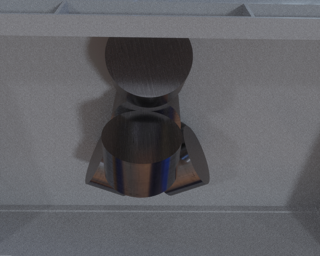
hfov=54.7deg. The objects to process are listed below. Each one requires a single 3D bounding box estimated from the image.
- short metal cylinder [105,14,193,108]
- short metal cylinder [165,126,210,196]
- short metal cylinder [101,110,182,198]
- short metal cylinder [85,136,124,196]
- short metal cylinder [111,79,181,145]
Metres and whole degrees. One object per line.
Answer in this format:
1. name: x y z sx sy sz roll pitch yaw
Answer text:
1. short metal cylinder: -0.011 -0.064 0.308 0.081 0.080 0.050 3 173 -3
2. short metal cylinder: 0.026 0.043 0.408 0.050 0.080 0.080 -22 127 18
3. short metal cylinder: -0.019 0.025 0.326 0.081 0.080 0.050 2 130 -2
4. short metal cylinder: -0.058 0.043 0.406 0.050 0.080 0.080 23 126 -18
5. short metal cylinder: -0.016 -0.018 0.373 0.081 0.050 0.079 0 130 0
